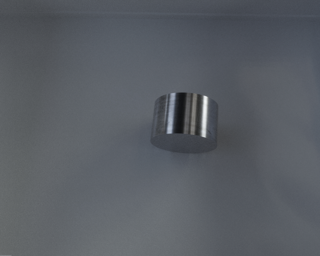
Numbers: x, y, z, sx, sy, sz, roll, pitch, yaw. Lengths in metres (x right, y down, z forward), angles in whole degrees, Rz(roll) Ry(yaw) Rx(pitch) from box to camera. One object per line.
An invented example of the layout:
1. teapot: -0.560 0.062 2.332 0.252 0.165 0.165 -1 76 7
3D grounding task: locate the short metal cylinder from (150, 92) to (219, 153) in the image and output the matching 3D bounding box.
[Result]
1. short metal cylinder: 0.031 -0.004 0.382 0.080 0.080 0.050 5 70 1
